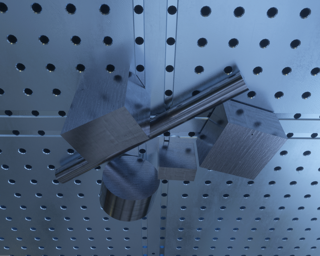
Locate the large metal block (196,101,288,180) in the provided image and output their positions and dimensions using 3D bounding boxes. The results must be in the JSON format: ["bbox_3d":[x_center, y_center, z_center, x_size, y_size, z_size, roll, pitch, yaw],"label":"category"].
[{"bbox_3d":[0.103,0.016,0.407,0.081,0.050,0.079,15,129,-13],"label":"large metal block"}]

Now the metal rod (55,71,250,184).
[{"bbox_3d":[-0.025,0.008,0.418,0.300,0.025,0.025,-27,125,21],"label":"metal rod"}]

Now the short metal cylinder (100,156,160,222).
[{"bbox_3d":[-0.045,0.086,0.448,0.081,0.080,0.050,9,130,-8],"label":"short metal cylinder"}]

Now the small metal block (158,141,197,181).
[{"bbox_3d":[0.023,0.046,0.435,0.050,0.050,0.025,4,130,-4],"label":"small metal block"}]

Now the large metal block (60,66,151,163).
[{"bbox_3d":[-0.059,-0.016,0.362,0.080,0.080,0.050,-22,127,17],"label":"large metal block"}]
